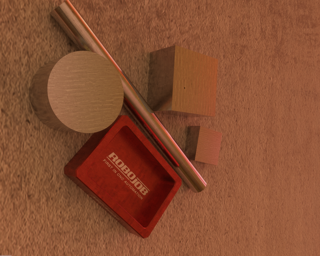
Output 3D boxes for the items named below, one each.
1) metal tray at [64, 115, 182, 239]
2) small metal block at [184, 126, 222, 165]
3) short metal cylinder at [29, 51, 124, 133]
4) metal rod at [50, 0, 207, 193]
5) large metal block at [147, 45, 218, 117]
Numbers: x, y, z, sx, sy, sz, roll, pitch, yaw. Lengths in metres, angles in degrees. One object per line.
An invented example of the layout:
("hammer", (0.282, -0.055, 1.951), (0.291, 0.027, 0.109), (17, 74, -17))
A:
("metal tray", (-0.038, 0.059, 0.373), (0.130, 0.030, 0.090), (52, 60, -28))
("small metal block", (0.064, 0.027, 0.463), (0.050, 0.025, 0.050), (17, 79, -39))
("short metal cylinder", (-0.085, -0.035, 0.320), (0.081, 0.050, 0.079), (0, 90, -40))
("metal rod", (-0.023, -0.020, 0.388), (0.025, 0.025, 0.300), (-53, 121, -27))
("large metal block", (0.031, -0.058, 0.418), (0.081, 0.050, 0.080), (6, 87, -40))
